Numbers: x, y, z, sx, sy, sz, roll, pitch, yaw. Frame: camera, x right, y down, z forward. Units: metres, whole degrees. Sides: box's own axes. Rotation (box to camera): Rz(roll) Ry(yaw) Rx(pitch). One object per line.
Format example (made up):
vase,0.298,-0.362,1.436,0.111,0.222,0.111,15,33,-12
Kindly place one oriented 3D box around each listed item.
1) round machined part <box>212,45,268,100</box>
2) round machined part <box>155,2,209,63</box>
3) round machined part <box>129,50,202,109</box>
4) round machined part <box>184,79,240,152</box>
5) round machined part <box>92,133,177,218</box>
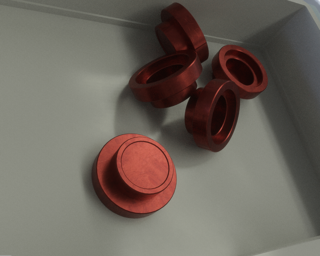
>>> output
round machined part,0.128,-0.088,0.520,0.099,0.042,0.098,14,56,-21
round machined part,0.028,-0.134,0.468,0.042,0.098,0.098,-34,79,-4
round machined part,0.011,-0.062,0.416,0.098,0.098,0.042,-54,128,-39
round machined part,0.069,-0.019,0.423,0.042,0.097,0.099,16,41,34
round machined part,-0.024,0.049,0.353,0.099,0.042,0.098,14,56,-21
